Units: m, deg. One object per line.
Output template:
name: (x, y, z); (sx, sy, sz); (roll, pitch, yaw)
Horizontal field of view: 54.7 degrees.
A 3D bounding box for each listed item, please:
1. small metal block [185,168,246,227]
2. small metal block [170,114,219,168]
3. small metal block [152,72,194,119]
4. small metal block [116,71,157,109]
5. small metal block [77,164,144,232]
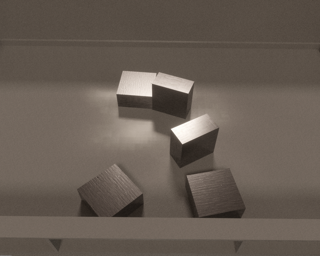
small metal block: (0.059, 0.076, 0.342); (0.050, 0.025, 0.050); (-9, 51, -8)
small metal block: (0.041, 0.016, 0.376); (0.050, 0.050, 0.025); (-23, 54, -19)
small metal block: (0.017, -0.044, 0.426); (0.050, 0.050, 0.025); (17, 52, 13)
small metal block: (-0.033, -0.056, 0.452); (0.050, 0.025, 0.050); (5, 50, 3)
small metal block: (-0.054, 0.076, 0.341); (0.050, 0.025, 0.050); (-34, 58, -25)
